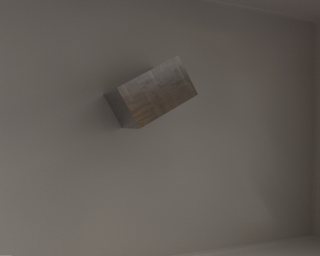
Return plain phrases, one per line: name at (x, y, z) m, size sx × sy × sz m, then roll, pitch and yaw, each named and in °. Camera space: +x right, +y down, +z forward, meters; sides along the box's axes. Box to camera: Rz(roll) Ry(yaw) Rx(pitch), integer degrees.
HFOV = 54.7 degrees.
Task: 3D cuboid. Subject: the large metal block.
large metal block at (-0.014, -0.041, 0.377) m, size 0.080 × 0.080 × 0.050 m, roll -31°, pitch 101°, yaw -18°
